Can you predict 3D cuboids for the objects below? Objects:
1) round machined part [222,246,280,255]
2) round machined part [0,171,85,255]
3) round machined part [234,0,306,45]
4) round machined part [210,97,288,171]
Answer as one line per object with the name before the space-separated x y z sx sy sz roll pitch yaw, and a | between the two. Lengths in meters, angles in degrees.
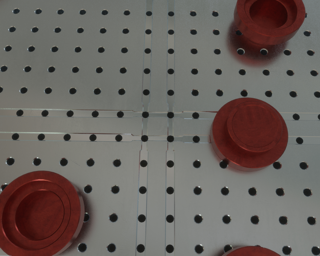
round machined part | 0.100 0.180 0.337 0.099 0.042 0.098 0 70 0
round machined part | -0.138 0.102 0.365 0.099 0.042 0.098 0 70 0
round machined part | 0.160 -0.165 0.464 0.099 0.042 0.098 0 70 0
round machined part | 0.117 0.004 0.402 0.099 0.042 0.098 0 70 0
